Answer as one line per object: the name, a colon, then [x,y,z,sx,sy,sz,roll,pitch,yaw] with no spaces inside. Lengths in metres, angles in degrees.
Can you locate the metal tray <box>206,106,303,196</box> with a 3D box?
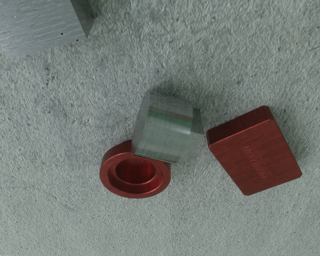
metal tray: [0.135,0.038,0.438,0.090,0.030,0.130,-26,126,20]

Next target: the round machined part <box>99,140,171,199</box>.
round machined part: [-0.034,0.054,0.442,0.099,0.042,0.097,-1,130,0]

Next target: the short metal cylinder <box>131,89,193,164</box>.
short metal cylinder: [0.000,-0.001,0.370,0.050,0.080,0.079,14,129,-12]

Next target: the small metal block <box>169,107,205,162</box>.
small metal block: [0.032,0.007,0.397,0.025,0.050,0.050,15,129,-13]

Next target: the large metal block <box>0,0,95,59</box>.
large metal block: [-0.117,-0.120,0.287,0.080,0.050,0.080,-11,130,9]
